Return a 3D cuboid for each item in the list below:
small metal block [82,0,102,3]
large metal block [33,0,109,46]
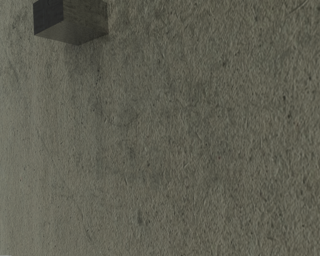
[{"bbox_3d":[-0.114,-0.233,0.499,0.050,0.025,0.050,24,105,37],"label":"small metal block"},{"bbox_3d":[-0.139,-0.171,0.484,0.080,0.081,0.050,-5,87,40],"label":"large metal block"}]
